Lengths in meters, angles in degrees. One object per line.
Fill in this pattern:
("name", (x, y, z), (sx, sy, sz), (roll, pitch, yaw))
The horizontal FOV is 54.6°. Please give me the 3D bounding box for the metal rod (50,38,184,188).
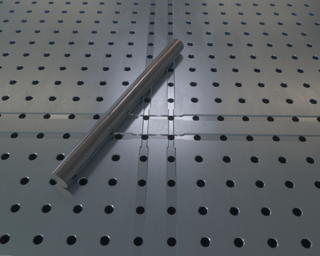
("metal rod", (-0.044, -0.040, 0.441), (0.025, 0.025, 0.301), (23, 54, 18))
